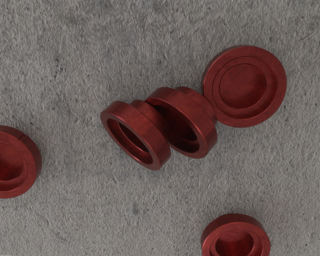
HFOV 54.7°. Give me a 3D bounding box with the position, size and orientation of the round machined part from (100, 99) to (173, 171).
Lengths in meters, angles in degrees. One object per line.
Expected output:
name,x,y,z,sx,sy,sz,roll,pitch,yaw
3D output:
round machined part,-0.023,0.004,0.382,0.042,0.098,0.098,-46,108,-22

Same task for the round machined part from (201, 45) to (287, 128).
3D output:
round machined part,0.099,-0.053,0.382,0.099,0.042,0.097,0,110,0

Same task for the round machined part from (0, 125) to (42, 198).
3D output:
round machined part,-0.207,0.041,0.414,0.099,0.042,0.097,0,110,0

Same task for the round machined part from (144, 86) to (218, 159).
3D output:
round machined part,0.030,-0.012,0.377,0.042,0.098,0.098,-46,108,-23

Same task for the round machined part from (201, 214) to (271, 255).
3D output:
round machined part,0.110,0.169,0.464,0.099,0.042,0.097,0,110,0
